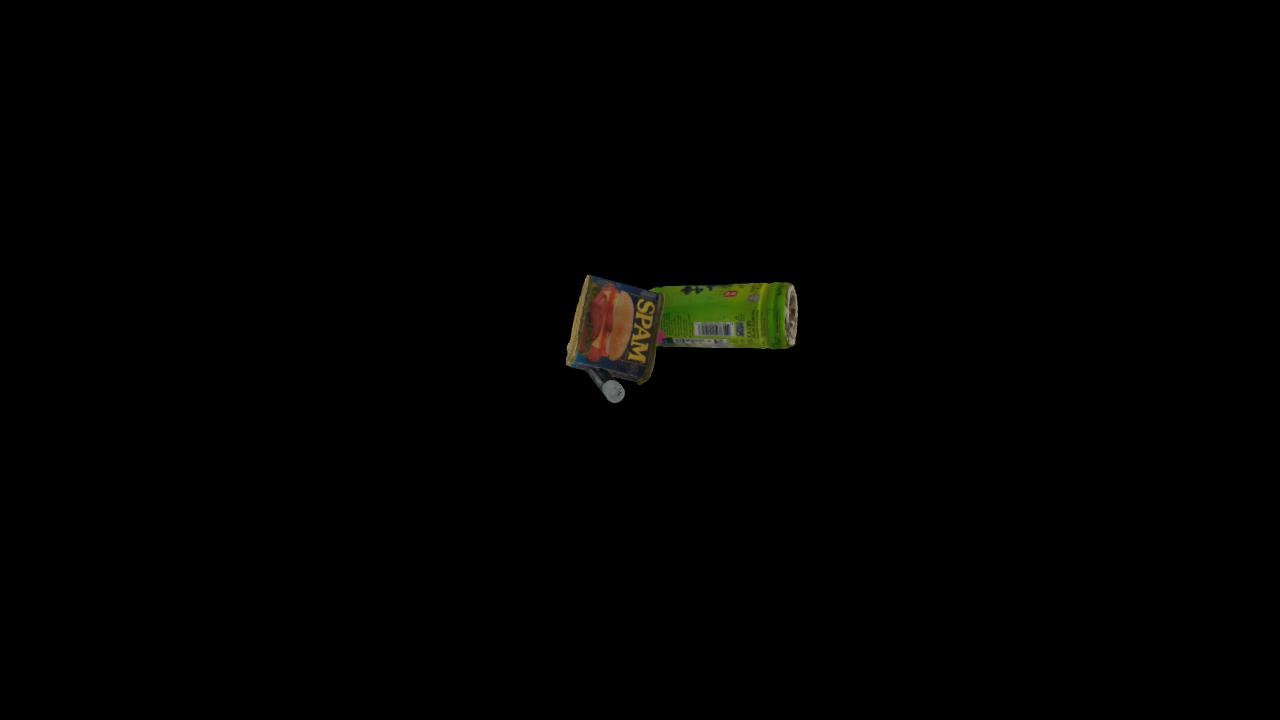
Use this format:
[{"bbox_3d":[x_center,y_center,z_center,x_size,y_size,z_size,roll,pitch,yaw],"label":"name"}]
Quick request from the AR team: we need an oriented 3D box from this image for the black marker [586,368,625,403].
[{"bbox_3d":[-0.045,0.012,0.642,0.020,0.020,0.121,0,20,-23],"label":"black marker"}]

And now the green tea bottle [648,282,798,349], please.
[{"bbox_3d":[0.061,-0.047,0.672,0.212,0.073,0.073,1,0,21],"label":"green tea bottle"}]

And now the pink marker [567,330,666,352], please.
[{"bbox_3d":[-0.027,-0.020,0.686,0.121,0.020,0.020,-9,-4,27],"label":"pink marker"}]

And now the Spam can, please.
[{"bbox_3d":[-0.027,-0.033,0.654,0.085,0.101,0.058,14,-16,-13],"label":"Spam can"}]
